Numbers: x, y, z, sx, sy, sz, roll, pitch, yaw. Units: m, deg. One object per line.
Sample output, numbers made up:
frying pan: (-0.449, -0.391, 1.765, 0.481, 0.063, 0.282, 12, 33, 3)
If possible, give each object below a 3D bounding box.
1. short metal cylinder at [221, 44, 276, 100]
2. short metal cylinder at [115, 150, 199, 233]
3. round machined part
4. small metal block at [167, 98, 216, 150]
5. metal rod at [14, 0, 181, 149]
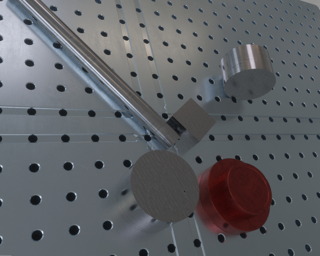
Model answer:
short metal cylinder: (0.142, -0.089, 0.504, 0.081, 0.080, 0.050, 13, 57, -22)
short metal cylinder: (-0.004, 0.071, 0.347, 0.081, 0.050, 0.080, 14, 56, -21)
round machined part: (0.105, 0.084, 0.403, 0.099, 0.042, 0.098, 14, 56, -21)
small metal block: (0.043, -0.007, 0.436, 0.050, 0.025, 0.050, 44, 51, 2)
metal rod: (-0.089, -0.085, 0.412, 0.300, 0.025, 0.025, 44, 51, 2)
